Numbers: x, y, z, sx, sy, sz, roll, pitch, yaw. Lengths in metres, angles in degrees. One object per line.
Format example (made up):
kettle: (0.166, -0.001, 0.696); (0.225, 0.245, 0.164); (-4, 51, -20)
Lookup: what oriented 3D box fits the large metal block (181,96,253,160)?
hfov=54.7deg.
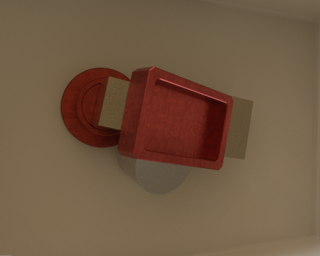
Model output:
large metal block: (0.073, -0.004, 0.423); (0.081, 0.050, 0.080); (11, 87, -20)

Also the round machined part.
round machined part: (-0.068, -0.025, 0.375); (0.099, 0.042, 0.097); (0, 90, -21)

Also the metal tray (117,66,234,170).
metal tray: (0.023, -0.005, 0.341); (0.131, 0.030, 0.090); (13, 86, -39)

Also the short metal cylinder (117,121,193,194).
short metal cylinder: (-0.006, 0.035, 0.382); (0.081, 0.050, 0.079); (-9, 108, -30)

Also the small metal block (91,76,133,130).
small metal block: (-0.052, -0.025, 0.332); (0.025, 0.050, 0.050); (13, 86, -20)
